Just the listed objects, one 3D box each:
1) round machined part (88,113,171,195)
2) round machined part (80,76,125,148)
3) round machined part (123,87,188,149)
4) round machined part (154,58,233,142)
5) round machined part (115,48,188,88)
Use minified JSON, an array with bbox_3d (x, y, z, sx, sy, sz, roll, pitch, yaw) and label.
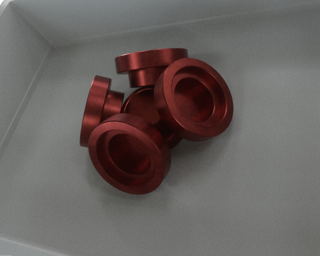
[{"bbox_3d":[-0.032,0.027,0.367,0.098,0.097,0.042,-1,25,27],"label":"round machined part"},{"bbox_3d":[-0.075,-0.019,0.418,0.042,0.098,0.098,12,62,-8],"label":"round machined part"},{"bbox_3d":[-0.012,-0.017,0.408,0.098,0.042,0.098,-13,56,20],"label":"round machined part"},{"bbox_3d":[0.036,-0.030,0.369,0.042,0.099,0.098,-33,40,55],"label":"round machined part"},{"bbox_3d":[-0.010,-0.079,0.420,0.098,0.098,0.042,-3,98,26],"label":"round machined part"}]
